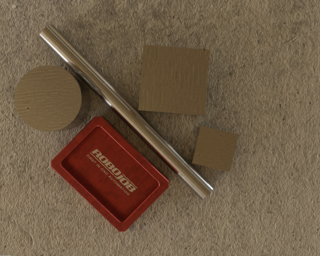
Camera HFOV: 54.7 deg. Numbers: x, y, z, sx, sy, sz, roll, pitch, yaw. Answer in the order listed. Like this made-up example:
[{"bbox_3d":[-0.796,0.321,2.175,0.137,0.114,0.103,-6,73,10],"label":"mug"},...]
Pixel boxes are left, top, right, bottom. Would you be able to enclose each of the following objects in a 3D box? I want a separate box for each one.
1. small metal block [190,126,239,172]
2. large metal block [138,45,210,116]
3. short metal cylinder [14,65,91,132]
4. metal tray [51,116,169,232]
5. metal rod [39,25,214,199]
[{"bbox_3d":[0.072,0.027,0.413,0.050,0.025,0.050,13,90,-1],"label":"small metal block"},{"bbox_3d":[0.017,-0.058,0.399,0.081,0.050,0.079,4,90,-1],"label":"large metal block"},{"bbox_3d":[-0.135,-0.036,0.397,0.081,0.050,0.079,0,90,-1],"label":"short metal cylinder"},{"bbox_3d":[-0.064,0.058,0.408,0.130,0.030,0.090,44,90,-1],"label":"metal tray"},{"bbox_3d":[-0.043,-0.021,0.410,0.025,0.025,0.300,-45,91,0],"label":"metal rod"}]
